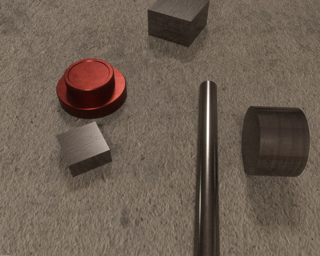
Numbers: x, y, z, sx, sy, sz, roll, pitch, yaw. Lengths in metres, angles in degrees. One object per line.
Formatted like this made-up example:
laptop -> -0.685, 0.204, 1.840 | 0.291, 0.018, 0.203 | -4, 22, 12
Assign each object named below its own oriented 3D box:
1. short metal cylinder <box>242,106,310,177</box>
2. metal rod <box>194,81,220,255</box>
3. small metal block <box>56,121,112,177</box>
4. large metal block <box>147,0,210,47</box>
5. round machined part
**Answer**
short metal cylinder -> 0.129, 0.015, 0.356 | 0.050, 0.080, 0.080 | 2, 50, 1
metal rod -> 0.055, 0.054, 0.358 | 0.025, 0.025, 0.300 | 5, 50, 4
small metal block -> -0.093, 0.025, 0.381 | 0.050, 0.025, 0.050 | -22, 54, -18
large metal block -> 0.033, -0.197, 0.553 | 0.080, 0.050, 0.080 | 22, 53, 17
round machined part -> -0.098, -0.063, 0.444 | 0.099, 0.042, 0.098 | 0, 50, 0
